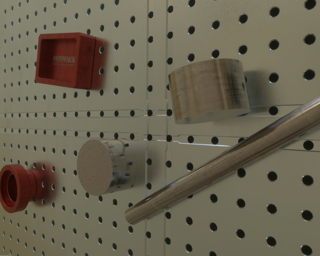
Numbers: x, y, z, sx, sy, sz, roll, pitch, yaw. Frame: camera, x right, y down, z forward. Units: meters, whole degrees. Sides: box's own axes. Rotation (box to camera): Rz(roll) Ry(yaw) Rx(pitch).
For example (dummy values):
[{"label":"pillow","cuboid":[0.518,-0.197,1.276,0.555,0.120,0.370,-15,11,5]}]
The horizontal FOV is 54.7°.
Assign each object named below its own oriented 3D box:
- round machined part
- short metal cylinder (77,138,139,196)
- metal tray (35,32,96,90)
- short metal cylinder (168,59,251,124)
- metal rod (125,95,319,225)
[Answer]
[{"label":"round machined part","cuboid":[-0.292,0.123,0.640,0.098,0.042,0.097,0,90,40]},{"label":"short metal cylinder","cuboid":[-0.078,0.056,0.457,0.080,0.050,0.080,0,90,40]},{"label":"metal tray","cuboid":[-0.170,-0.119,0.546,0.130,0.030,0.089,12,98,39]},{"label":"short metal cylinder","cuboid":[0.052,-0.036,0.331,0.080,0.081,0.050,-14,81,39]},{"label":"metal rod","cuboid":[0.059,0.051,0.360,0.299,0.025,0.025,-37,67,33]}]
